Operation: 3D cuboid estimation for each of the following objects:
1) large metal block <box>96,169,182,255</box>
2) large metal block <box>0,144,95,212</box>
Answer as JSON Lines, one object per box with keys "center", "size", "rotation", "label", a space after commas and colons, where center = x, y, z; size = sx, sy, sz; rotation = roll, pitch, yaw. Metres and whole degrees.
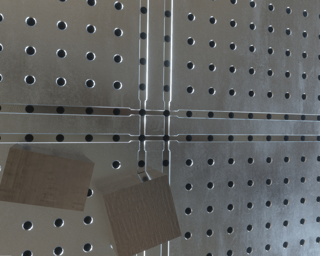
{"center": [-0.028, 0.105, 0.390], "size": [0.081, 0.050, 0.080], "rotation": [-15, 95, -20], "label": "large metal block"}
{"center": [-0.123, 0.051, 0.339], "size": [0.081, 0.080, 0.050], "rotation": [14, 86, -20], "label": "large metal block"}
